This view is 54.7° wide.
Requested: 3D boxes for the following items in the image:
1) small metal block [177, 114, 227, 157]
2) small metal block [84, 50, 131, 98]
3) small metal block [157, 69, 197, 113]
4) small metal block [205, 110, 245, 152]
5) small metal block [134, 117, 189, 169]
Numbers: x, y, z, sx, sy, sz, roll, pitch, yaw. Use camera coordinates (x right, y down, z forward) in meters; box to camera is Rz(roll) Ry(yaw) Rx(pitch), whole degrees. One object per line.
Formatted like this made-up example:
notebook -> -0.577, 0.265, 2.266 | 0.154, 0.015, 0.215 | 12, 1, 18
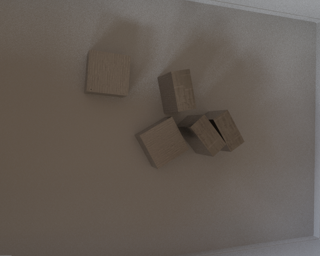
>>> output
small metal block -> 0.054, 0.010, 0.417 | 0.025, 0.050, 0.050 | -42, 103, -15
small metal block -> -0.066, -0.066, 0.386 | 0.050, 0.025, 0.050 | 4, 89, -20
small metal block -> 0.021, -0.047, 0.405 | 0.025, 0.050, 0.050 | -12, 94, -20
small metal block -> 0.082, 0.004, 0.427 | 0.025, 0.050, 0.050 | -33, 101, -17
small metal block -> 0.002, 0.019, 0.411 | 0.050, 0.025, 0.050 | -31, 100, -17
